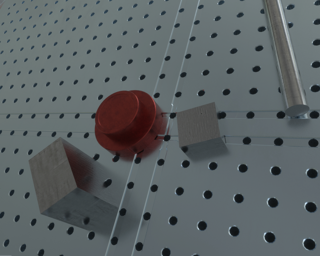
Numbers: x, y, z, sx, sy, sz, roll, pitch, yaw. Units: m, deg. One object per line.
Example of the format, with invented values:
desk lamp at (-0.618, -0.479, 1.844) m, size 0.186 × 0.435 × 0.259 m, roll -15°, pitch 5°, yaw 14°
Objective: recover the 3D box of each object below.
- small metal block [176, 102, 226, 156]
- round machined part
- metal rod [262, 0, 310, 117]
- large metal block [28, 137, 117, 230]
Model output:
small metal block at (0.050, 0.001, 0.381) m, size 0.050 × 0.025 × 0.050 m, roll -16°, pitch 55°, yaw 19°
round machined part at (-0.050, -0.013, 0.432) m, size 0.098 × 0.042 × 0.098 m, roll -13°, pitch 56°, yaw 21°
metal rod at (0.156, -0.148, 0.416) m, size 0.025 × 0.025 × 0.299 m, roll -11°, pitch 57°, yaw 22°
large metal block at (-0.108, 0.070, 0.387) m, size 0.050 × 0.080 × 0.080 m, roll -37°, pitch 51°, yaw 4°
